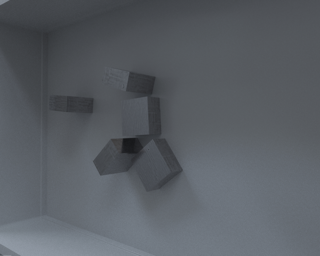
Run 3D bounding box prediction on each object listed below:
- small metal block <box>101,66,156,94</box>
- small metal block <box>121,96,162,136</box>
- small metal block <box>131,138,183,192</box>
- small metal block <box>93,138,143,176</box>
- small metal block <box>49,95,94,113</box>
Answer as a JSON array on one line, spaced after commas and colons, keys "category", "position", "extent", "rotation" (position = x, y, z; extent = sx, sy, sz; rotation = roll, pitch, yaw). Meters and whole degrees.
[{"category": "small metal block", "position": [-0.043, -0.065, 0.426], "extent": [0.050, 0.050, 0.025], "rotation": [20, 103, 38]}, {"category": "small metal block", "position": [-0.026, -0.015, 0.429], "extent": [0.050, 0.025, 0.050], "rotation": [-4, 87, 40]}, {"category": "small metal block", "position": [-0.005, 0.049, 0.411], "extent": [0.050, 0.025, 0.050], "rotation": [-44, 64, 31]}, {"category": "small metal block", "position": [-0.058, 0.040, 0.438], "extent": [0.050, 0.050, 0.025], "rotation": [-49, 61, 29]}, {"category": "small metal block", "position": [-0.147, -0.040, 0.512], "extent": [0.050, 0.050, 0.025], "rotation": [7, 95, 40]}]
